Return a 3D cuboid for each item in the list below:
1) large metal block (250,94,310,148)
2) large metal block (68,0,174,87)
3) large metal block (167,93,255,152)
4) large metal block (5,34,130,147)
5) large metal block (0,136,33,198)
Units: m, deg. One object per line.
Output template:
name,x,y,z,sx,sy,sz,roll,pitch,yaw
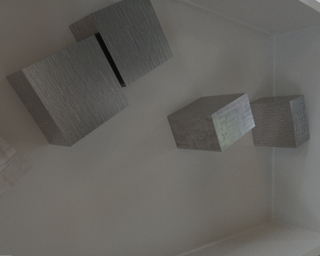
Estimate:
large metal block,0.210,-0.012,0.550,0.050,0.080,0.079,-21,104,-38
large metal block,-0.042,-0.099,0.357,0.080,0.050,0.080,-39,114,-33
large metal block,0.072,-0.009,0.433,0.081,0.080,0.050,-30,109,-36
large metal block,-0.090,-0.037,0.316,0.080,0.050,0.080,-40,115,-33
large metal block,-0.159,0.017,0.239,0.050,0.080,0.080,-50,120,-28
